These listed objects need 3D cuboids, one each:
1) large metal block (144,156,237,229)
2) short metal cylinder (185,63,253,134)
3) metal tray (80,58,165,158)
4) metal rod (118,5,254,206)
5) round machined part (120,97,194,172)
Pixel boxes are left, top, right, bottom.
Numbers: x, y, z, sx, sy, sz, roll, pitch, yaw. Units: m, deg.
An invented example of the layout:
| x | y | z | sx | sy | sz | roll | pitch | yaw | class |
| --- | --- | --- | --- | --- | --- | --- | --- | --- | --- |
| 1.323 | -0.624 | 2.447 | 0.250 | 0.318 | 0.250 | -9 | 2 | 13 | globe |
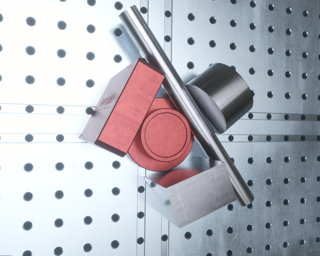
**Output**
| x | y | z | sx | sy | sz | roll | pitch | yaw | class |
| --- | --- | --- | --- | --- | --- | --- | --- | --- | --- |
| 0.036 | 0.077 | 0.398 | 0.081 | 0.080 | 0.050 | -20 | 97 | -19 | large metal block |
| 0.075 | -0.039 | 0.411 | 0.050 | 0.080 | 0.080 | -39 | 103 | -16 | short metal cylinder |
| -0.047 | -0.020 | 0.340 | 0.030 | 0.130 | 0.090 | 29 | 80 | -18 | metal tray |
| 0.041 | -0.020 | 0.406 | 0.025 | 0.025 | 0.299 | -37 | 102 | -16 | metal rod |
| 0.001 | 0.009 | 0.405 | 0.099 | 0.042 | 0.097 | 0 | 90 | -21 | round machined part |
